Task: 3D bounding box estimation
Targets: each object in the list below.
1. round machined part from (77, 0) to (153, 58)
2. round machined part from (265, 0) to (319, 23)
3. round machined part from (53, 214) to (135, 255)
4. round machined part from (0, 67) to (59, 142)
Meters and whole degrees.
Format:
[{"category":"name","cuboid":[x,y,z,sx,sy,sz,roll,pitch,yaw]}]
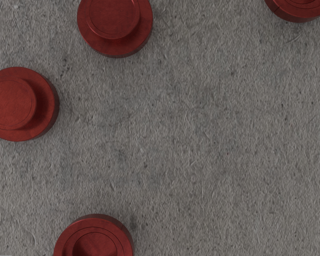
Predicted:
[{"category":"round machined part","cuboid":[-0.059,-0.143,0.401,0.099,0.042,0.097,0,90,0]},{"category":"round machined part","cuboid":[0.180,-0.185,0.402,0.099,0.042,0.097,0,90,0]},{"category":"round machined part","cuboid":[-0.082,0.159,0.401,0.099,0.042,0.097,0,90,0]},{"category":"round machined part","cuboid":[-0.186,-0.031,0.400,0.099,0.042,0.097,0,90,0]}]
